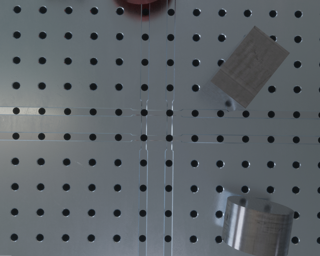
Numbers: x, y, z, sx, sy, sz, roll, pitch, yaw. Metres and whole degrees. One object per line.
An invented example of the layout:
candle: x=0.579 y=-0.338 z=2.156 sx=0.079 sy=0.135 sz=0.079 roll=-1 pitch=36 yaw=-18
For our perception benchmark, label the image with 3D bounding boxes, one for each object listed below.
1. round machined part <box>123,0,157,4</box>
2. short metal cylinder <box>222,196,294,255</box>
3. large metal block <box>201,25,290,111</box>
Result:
round machined part: x=-0.026 y=-0.210 z=0.404 sx=0.099 sy=0.042 sz=0.097 roll=0 pitch=90 yaw=0
short metal cylinder: x=0.121 y=0.120 z=0.387 sx=0.080 sy=0.080 sz=0.050 roll=9 pitch=90 yaw=0
large metal block: x=0.101 y=-0.069 z=0.387 sx=0.050 sy=0.080 sz=0.080 roll=38 pitch=90 yaw=0
